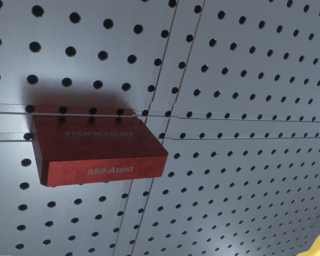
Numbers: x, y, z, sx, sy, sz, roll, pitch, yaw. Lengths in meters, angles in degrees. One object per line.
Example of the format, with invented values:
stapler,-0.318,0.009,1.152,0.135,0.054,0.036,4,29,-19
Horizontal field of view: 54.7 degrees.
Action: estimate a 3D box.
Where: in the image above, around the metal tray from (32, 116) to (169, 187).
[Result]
metal tray,-0.068,0.021,0.345,0.131,0.090,0.030,0,119,-29
